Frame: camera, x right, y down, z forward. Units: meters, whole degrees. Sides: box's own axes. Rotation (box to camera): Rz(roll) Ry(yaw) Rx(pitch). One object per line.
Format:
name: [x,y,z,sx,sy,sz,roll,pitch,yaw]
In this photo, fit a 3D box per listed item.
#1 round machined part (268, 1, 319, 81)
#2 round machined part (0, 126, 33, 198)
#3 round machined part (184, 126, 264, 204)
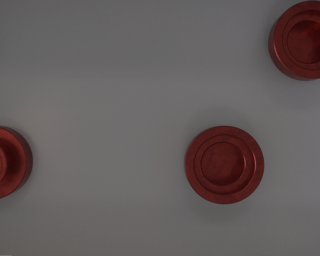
round machined part: [0.190,-0.110,0.404,0.099,0.042,0.097,0,90,0]
round machined part: [-0.223,0.045,0.401,0.099,0.042,0.097,0,90,0]
round machined part: [0.080,0.046,0.403,0.099,0.042,0.097,0,90,0]
